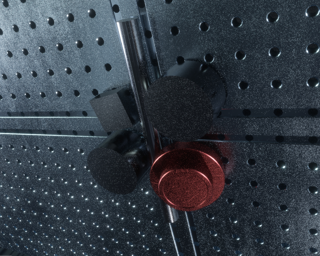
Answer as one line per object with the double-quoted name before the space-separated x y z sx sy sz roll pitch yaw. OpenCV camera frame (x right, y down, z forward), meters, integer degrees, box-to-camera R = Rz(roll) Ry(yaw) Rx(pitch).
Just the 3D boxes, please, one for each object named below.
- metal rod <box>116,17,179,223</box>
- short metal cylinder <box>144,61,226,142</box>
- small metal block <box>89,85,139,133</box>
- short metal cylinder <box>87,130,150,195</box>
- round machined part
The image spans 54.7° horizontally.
"metal rod" -0.010 0.008 0.416 0.025 0.025 0.298 3 120 27
"short metal cylinder" 0.029 -0.031 0.355 0.080 0.050 0.079 13 124 21
"small metal block" -0.060 -0.025 0.422 0.050 0.025 0.050 -12 113 33
"short metal cylinder" -0.057 0.049 0.450 0.080 0.050 0.079 13 124 21
"round machined part" 0.035 0.069 0.404 0.099 0.042 0.097 4 117 8
